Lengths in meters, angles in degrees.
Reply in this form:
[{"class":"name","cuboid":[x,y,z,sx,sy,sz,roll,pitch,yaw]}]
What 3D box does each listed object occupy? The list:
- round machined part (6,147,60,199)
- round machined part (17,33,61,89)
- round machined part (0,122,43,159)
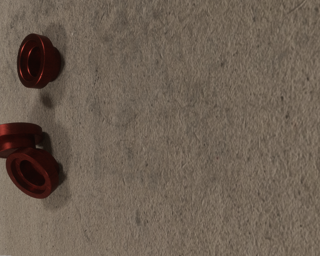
[{"class":"round machined part","cuboid":[-0.221,0.075,0.555,0.098,0.042,0.097,11,121,19]},{"class":"round machined part","cuboid":[-0.220,-0.121,0.572,0.098,0.042,0.097,0,90,39]},{"class":"round machined part","cuboid":[-0.268,0.027,0.573,0.098,0.099,0.042,-27,70,36]}]
